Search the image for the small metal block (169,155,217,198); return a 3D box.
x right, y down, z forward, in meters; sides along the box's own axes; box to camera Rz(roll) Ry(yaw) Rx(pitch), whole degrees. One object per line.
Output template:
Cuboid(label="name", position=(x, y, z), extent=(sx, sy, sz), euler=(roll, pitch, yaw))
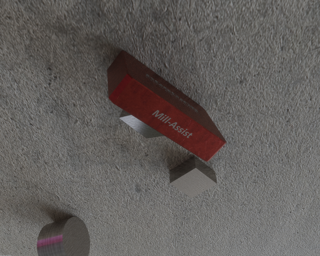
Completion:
Cuboid(label="small metal block", position=(0.050, 0.075, 0.472), extent=(0.050, 0.025, 0.050), euler=(-36, 122, 26))

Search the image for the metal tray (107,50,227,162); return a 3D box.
Cuboid(label="metal tray", position=(0.005, -0.025, 0.339), extent=(0.130, 0.090, 0.030), euler=(33, 108, -25))

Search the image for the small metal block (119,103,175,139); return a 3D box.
Cuboid(label="small metal block", position=(-0.012, -0.013, 0.381), extent=(0.050, 0.025, 0.050), euler=(-11, 141, 43))

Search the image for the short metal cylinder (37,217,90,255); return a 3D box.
Cuboid(label="short metal cylinder", position=(-0.166, 0.201, 0.541), extent=(0.050, 0.080, 0.080), euler=(-18, 128, 15))
